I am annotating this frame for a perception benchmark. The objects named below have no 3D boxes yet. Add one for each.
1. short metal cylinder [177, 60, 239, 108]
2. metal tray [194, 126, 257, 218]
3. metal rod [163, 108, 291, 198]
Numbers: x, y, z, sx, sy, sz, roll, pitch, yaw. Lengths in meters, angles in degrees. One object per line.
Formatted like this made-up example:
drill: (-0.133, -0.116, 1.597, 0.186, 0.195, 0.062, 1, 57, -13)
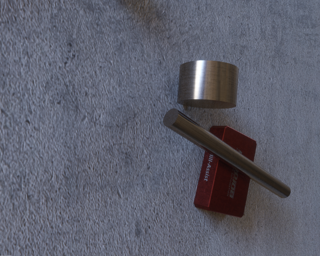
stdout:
short metal cylinder: (0.066, -0.057, 0.426, 0.081, 0.080, 0.050, 8, 85, -40)
metal tray: (0.107, 0.070, 0.494, 0.090, 0.030, 0.130, 23, 75, -38)
metal rod: (0.117, 0.050, 0.466, 0.301, 0.025, 0.025, 31, 71, -36)
